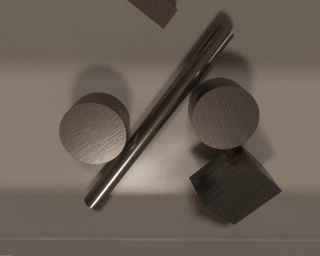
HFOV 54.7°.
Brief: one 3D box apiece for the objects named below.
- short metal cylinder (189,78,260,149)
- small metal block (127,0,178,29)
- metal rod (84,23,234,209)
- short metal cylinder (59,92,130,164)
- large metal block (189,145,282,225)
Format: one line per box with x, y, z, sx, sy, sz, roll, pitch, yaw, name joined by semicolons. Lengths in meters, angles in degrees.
0.078;-0.020;0.392;0.081;0.050;0.079;0;110;-1;short metal cylinder
-0.009;-0.138;0.347;0.050;0.050;0.025;36;106;-13;small metal block
-0.010;-0.004;0.409;0.025;0.025;0.299;35;106;-12;metal rod
-0.081;-0.001;0.397;0.081;0.050;0.079;0;110;-1;short metal cylinder
0.100;0.075;0.411;0.080;0.050;0.080;-41;131;13;large metal block
